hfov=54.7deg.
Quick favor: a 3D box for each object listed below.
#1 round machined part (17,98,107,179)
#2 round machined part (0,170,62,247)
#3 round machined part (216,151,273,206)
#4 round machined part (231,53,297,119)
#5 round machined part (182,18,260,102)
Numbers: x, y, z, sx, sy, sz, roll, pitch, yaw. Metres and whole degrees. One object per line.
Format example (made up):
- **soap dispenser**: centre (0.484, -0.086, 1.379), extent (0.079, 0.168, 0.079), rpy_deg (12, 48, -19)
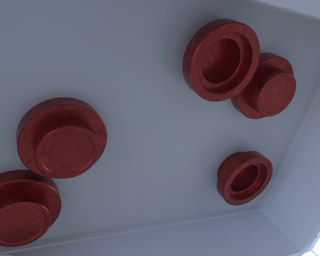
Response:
- **round machined part**: centre (-0.107, 0.018, 0.350), extent (0.099, 0.042, 0.097), rpy_deg (-14, 124, -21)
- **round machined part**: centre (-0.168, 0.101, 0.369), extent (0.099, 0.042, 0.097), rpy_deg (-14, 124, -21)
- **round machined part**: centre (0.136, 0.079, 0.521), extent (0.099, 0.042, 0.097), rpy_deg (-14, 124, -21)
- **round machined part**: centre (0.156, -0.055, 0.448), extent (0.099, 0.042, 0.097), rpy_deg (-14, 124, -21)
- **round machined part**: centre (0.071, -0.085, 0.383), extent (0.099, 0.042, 0.097), rpy_deg (-14, 124, -21)
